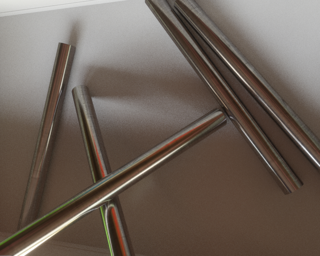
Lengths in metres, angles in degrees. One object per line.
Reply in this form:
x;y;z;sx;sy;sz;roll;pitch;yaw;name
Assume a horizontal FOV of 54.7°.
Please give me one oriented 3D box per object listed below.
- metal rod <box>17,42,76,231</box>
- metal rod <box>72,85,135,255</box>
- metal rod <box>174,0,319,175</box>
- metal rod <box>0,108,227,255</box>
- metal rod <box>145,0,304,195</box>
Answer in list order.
-0.174;0.021;0.469;0.025;0.025;0.298;16;95;19;metal rod
-0.068;0.062;0.371;0.025;0.025;0.299;-33;56;16;metal rod
0.117;-0.048;0.369;0.025;0.025;0.299;-41;78;15;metal rod
-0.048;0.060;0.340;0.302;0.025;0.025;-31;78;-18;metal rod
0.072;-0.052;0.384;0.025;0.025;0.299;-37;79;16;metal rod
